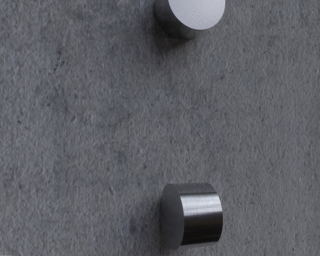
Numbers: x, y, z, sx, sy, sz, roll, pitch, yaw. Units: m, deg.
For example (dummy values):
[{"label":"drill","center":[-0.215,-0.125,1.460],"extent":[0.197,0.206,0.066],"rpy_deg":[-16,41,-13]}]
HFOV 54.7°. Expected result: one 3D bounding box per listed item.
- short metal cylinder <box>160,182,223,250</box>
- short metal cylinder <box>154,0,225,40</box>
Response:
[{"label":"short metal cylinder","center":[0.037,0.111,0.395],"extent":[0.050,0.080,0.079],"rpy_deg":[2,90,-20]},{"label":"short metal cylinder","center":[0.038,-0.163,0.411],"extent":[0.081,0.050,0.079],"rpy_deg":[0,90,-21]}]
